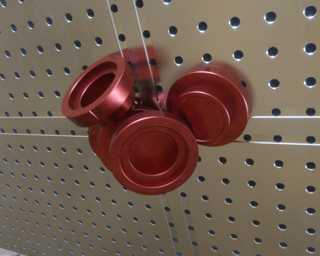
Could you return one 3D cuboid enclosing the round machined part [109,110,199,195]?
[{"bbox_3d":[-0.009,0.025,0.357,0.099,0.042,0.097,-3,113,-7],"label":"round machined part"}]

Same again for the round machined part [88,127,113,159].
[{"bbox_3d":[-0.061,0.014,0.440,0.098,0.042,0.097,13,124,20],"label":"round machined part"}]

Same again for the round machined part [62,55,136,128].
[{"bbox_3d":[-0.069,-0.040,0.381,0.098,0.098,0.042,-13,137,33],"label":"round machined part"}]

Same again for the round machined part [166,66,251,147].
[{"bbox_3d":[0.052,-0.019,0.360,0.098,0.042,0.097,13,124,20],"label":"round machined part"}]

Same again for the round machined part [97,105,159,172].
[{"bbox_3d":[-0.030,0.023,0.398,0.099,0.042,0.097,-4,110,-10],"label":"round machined part"}]
